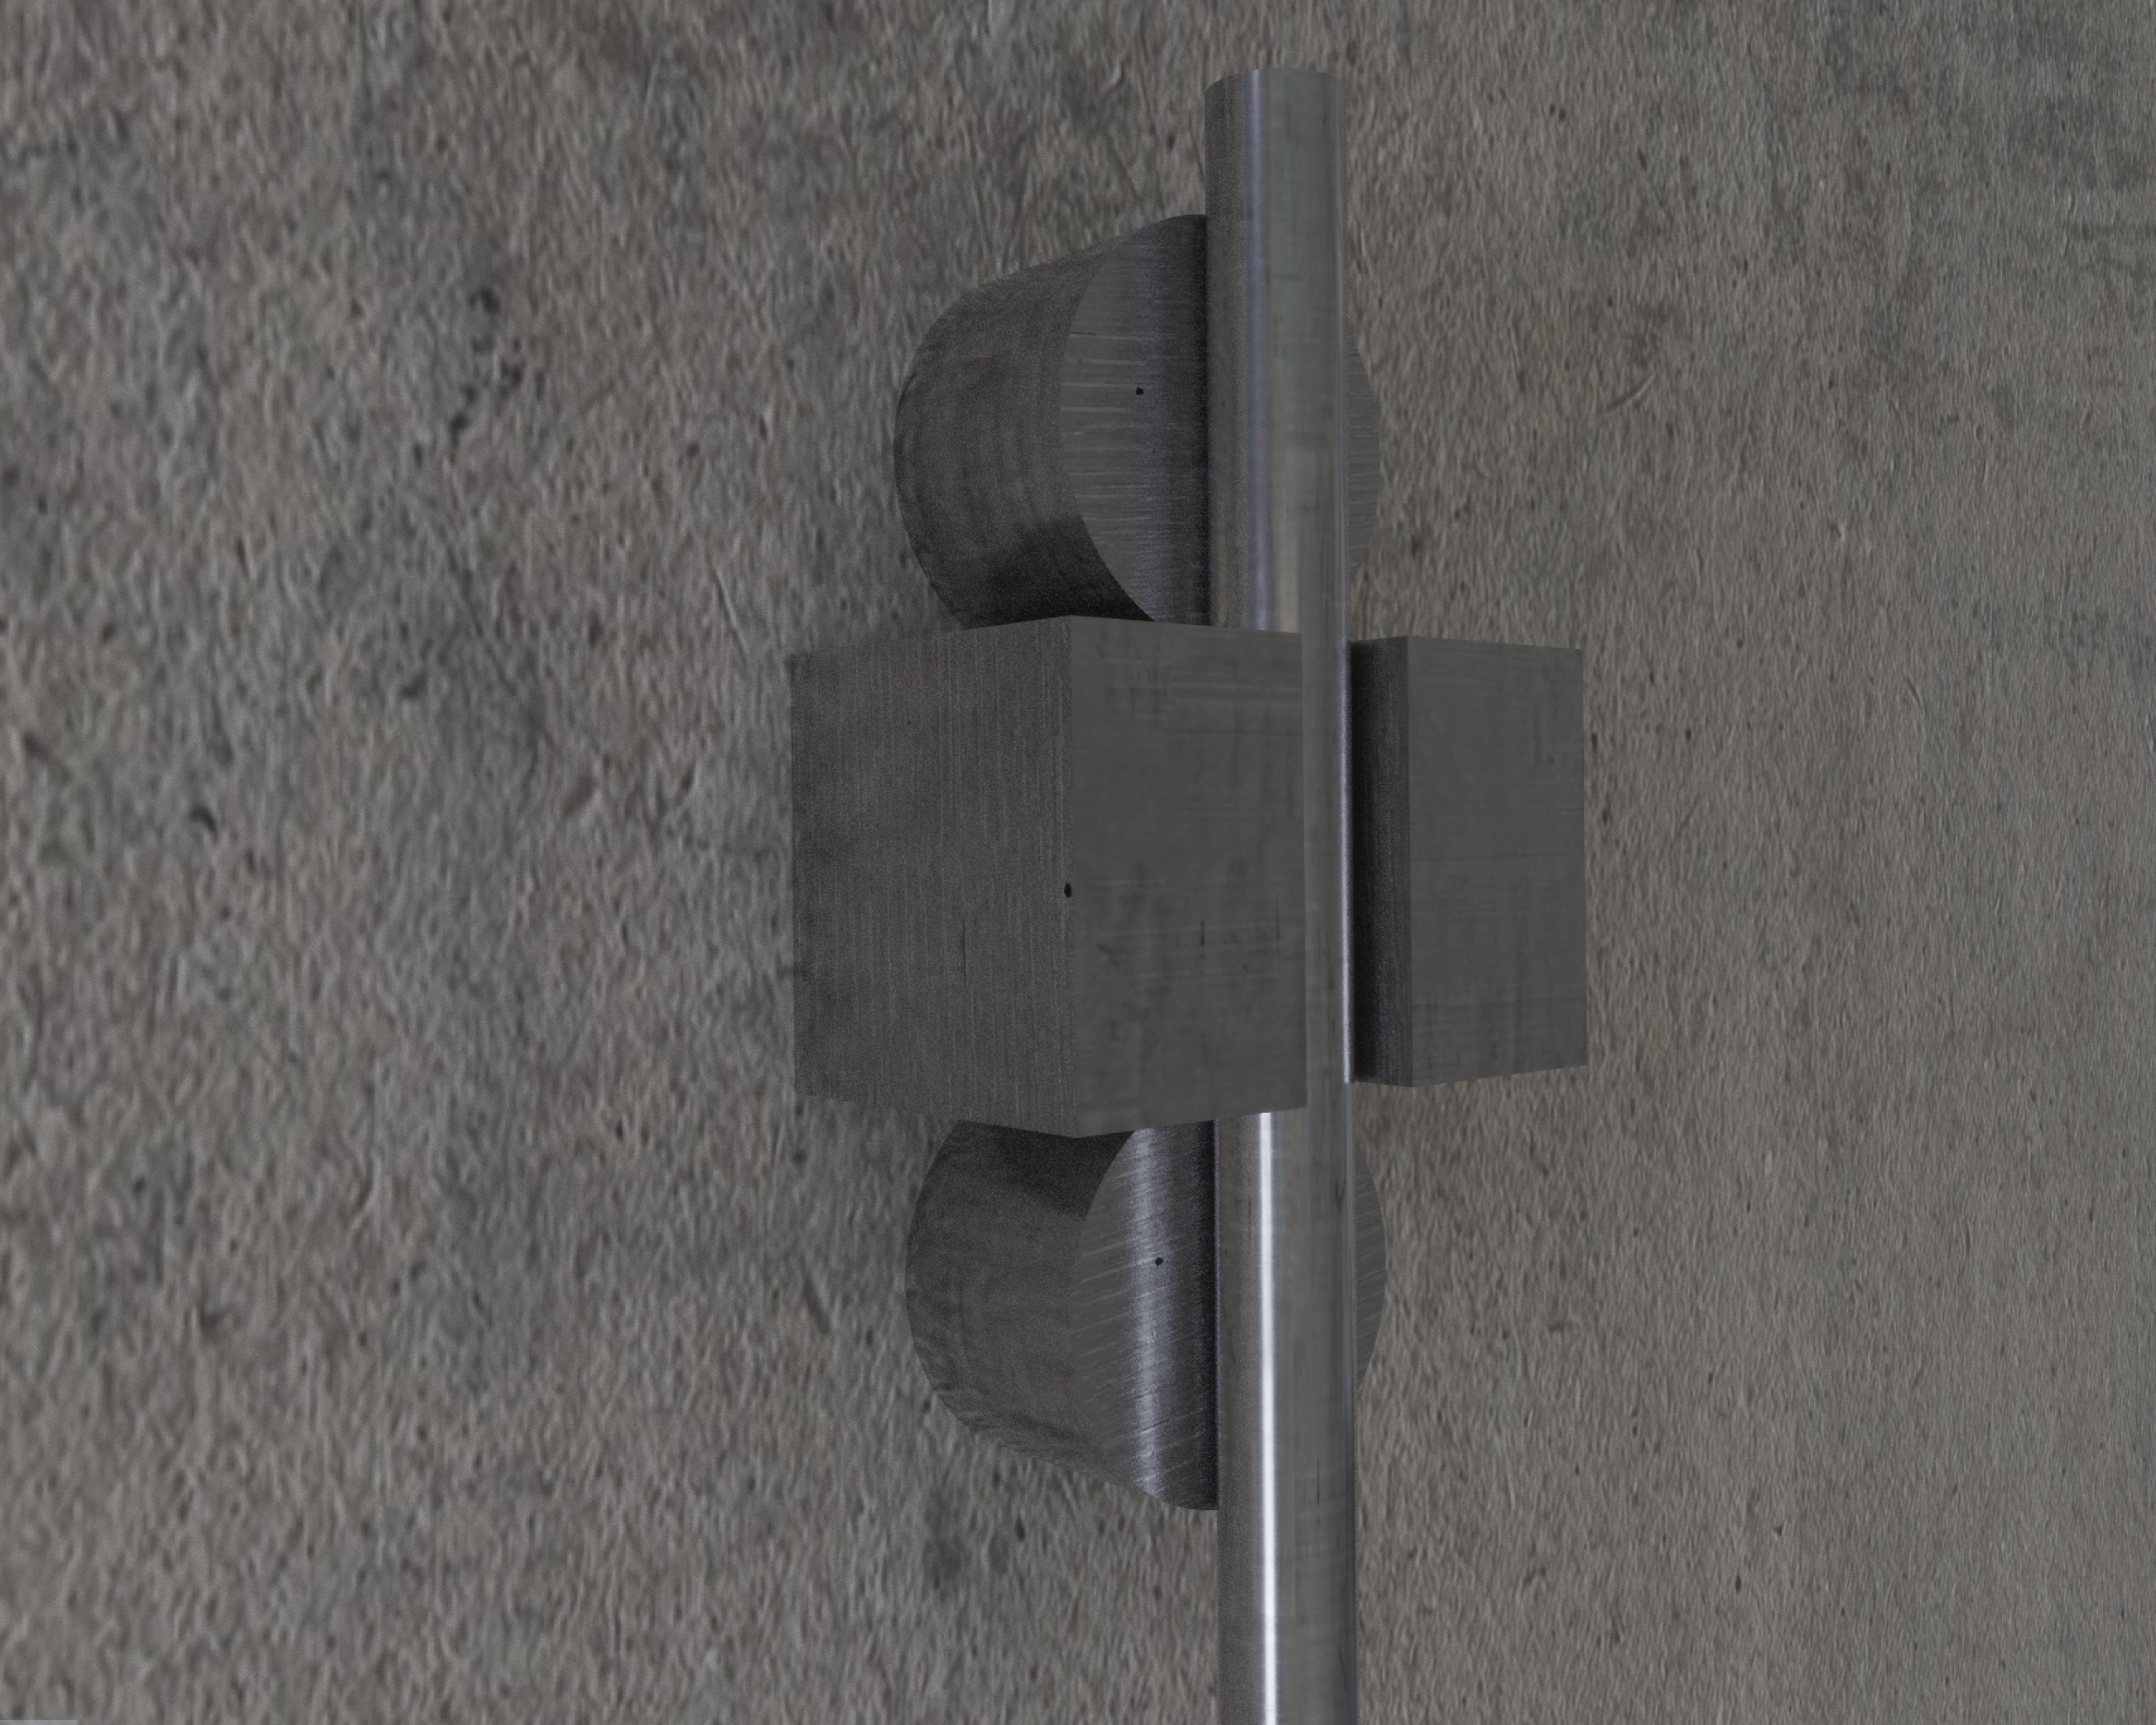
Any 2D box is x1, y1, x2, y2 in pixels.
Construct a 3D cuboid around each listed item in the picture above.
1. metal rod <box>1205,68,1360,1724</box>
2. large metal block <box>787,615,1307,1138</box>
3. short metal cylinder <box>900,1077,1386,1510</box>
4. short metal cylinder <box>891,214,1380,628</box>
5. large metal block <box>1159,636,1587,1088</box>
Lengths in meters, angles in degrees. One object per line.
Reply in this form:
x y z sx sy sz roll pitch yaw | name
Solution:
0.036 0.013 0.371 0.025 0.025 0.298 -1 90 -40 | metal rod
-0.007 0.002 0.364 0.050 0.080 0.080 -1 91 -40 | large metal block
0.013 0.078 0.402 0.081 0.050 0.080 0 89 -40 | short metal cylinder
0.012 -0.078 0.399 0.081 0.050 0.080 0 89 -40 | short metal cylinder
0.052 -0.001 0.413 0.050 0.080 0.080 -1 91 -40 | large metal block
